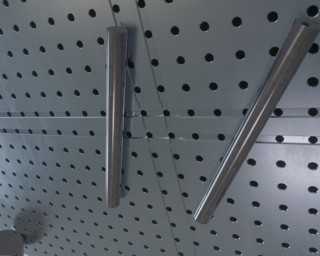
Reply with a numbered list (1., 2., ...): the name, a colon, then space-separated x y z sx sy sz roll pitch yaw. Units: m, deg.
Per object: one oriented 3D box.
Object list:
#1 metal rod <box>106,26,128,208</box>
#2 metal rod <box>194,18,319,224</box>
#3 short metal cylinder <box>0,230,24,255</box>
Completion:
1. metal rod: -0.066 0.006 0.449 0.025 0.025 0.298 19 126 17
2. metal rod: 0.098 0.019 0.370 0.025 0.025 0.298 26 128 11
3. short metal cylinder: -0.379 0.299 0.760 0.080 0.080 0.050 26 128 12
